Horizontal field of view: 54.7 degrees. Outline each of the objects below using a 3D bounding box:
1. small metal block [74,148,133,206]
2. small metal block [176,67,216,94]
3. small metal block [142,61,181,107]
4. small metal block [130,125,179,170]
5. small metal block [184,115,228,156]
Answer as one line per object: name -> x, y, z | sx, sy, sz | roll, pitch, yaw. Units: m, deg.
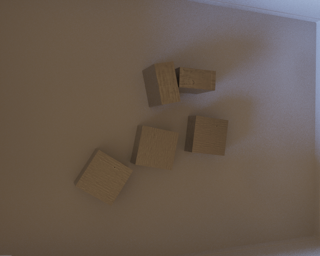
small metal block -> -0.070, 0.060, 0.385 | 0.050, 0.025, 0.050 | 34, 79, -17
small metal block -> 0.039, -0.062, 0.411 | 0.050, 0.050, 0.025 | 2, 90, -20
small metal block -> 0.001, -0.055, 0.397 | 0.025, 0.050, 0.050 | -12, 94, -20
small metal block -> -0.007, 0.026, 0.408 | 0.050, 0.025, 0.050 | 12, 86, -20
small metal block -> 0.065, 0.011, 0.434 | 0.050, 0.025, 0.050 | 8, 88, -20
